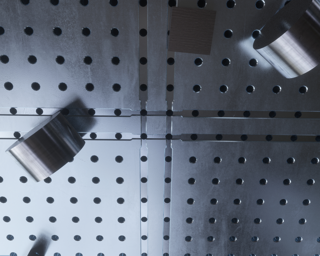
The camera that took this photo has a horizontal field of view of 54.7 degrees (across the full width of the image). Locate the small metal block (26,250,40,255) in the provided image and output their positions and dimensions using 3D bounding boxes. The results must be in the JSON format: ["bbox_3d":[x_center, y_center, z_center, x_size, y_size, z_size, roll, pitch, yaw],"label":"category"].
[{"bbox_3d":[-0.214,0.230,0.483,0.025,0.050,0.050,37,106,-13],"label":"small metal block"}]

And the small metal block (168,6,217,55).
[{"bbox_3d":[0.037,-0.116,0.371,0.050,0.025,0.050,5,110,-2],"label":"small metal block"}]

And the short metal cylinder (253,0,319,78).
[{"bbox_3d":[0.153,-0.103,0.347,0.050,0.080,0.080,39,105,-13],"label":"short metal cylinder"}]

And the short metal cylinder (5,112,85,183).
[{"bbox_3d":[-0.143,0.023,0.391,0.080,0.080,0.050,-32,107,11],"label":"short metal cylinder"}]
